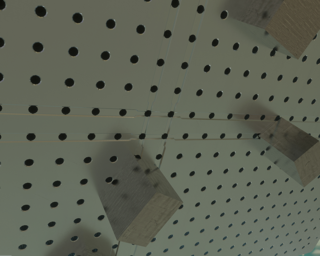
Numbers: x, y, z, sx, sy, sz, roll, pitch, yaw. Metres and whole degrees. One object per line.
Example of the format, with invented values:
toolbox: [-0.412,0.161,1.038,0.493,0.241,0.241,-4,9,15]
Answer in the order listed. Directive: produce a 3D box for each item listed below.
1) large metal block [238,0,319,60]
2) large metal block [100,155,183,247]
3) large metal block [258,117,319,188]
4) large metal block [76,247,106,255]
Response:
large metal block: [0.161,-0.146,0.392,0.080,0.050,0.080,23,106,-36]
large metal block: [-0.028,0.098,0.420,0.050,0.080,0.080,31,101,-38]
large metal block: [0.222,0.040,0.521,0.050,0.080,0.080,-40,129,-1]
large metal block: [-0.112,0.244,0.484,0.080,0.050,0.080,-43,129,1]
